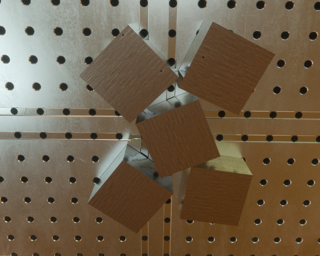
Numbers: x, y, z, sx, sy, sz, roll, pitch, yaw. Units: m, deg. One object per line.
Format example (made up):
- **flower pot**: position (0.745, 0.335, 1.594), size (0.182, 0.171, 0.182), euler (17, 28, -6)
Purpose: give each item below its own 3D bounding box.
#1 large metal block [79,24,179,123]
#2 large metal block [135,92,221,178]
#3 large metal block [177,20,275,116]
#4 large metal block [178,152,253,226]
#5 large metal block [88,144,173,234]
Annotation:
- **large metal block**: position (-0.035, -0.067, 0.375), size (0.080, 0.050, 0.080), euler (-42, 104, 14)
- **large metal block**: position (0.023, 0.007, 0.402), size (0.080, 0.050, 0.080), euler (-21, 109, 7)
- **large metal block**: position (0.074, -0.073, 0.372), size (0.080, 0.050, 0.080), euler (23, 108, -12)
- **large metal block**: position (0.073, 0.083, 0.431), size (0.080, 0.050, 0.079), euler (8, 110, -4)
- **large metal block**: position (-0.039, 0.084, 0.429), size (0.080, 0.050, 0.080), euler (36, 106, -12)
